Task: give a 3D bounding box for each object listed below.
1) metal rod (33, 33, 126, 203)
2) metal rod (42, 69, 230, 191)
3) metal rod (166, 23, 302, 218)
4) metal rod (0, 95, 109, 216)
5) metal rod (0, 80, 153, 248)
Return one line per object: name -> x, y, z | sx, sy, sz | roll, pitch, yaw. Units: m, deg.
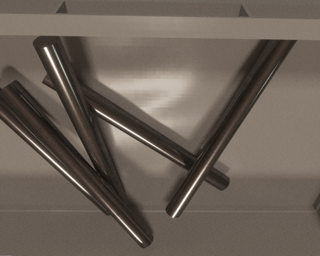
metal rod -> -0.087, 0.017, 0.398 | 0.025, 0.025, 0.298 | -6, 138, 5
metal rod -> -0.014, 0.012, 0.419 | 0.301, 0.025, 0.025 | 33, 122, -26
metal rod -> 0.078, 0.011, 0.397 | 0.025, 0.025, 0.298 | 18, 121, -15
metal rod -> -0.152, 0.037, 0.437 | 0.025, 0.025, 0.299 | -22, 127, 17
metal rod -> -0.101, 0.063, 0.423 | 0.025, 0.025, 0.299 | -27, 114, 20
